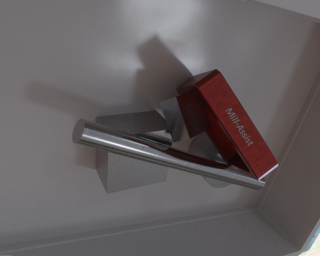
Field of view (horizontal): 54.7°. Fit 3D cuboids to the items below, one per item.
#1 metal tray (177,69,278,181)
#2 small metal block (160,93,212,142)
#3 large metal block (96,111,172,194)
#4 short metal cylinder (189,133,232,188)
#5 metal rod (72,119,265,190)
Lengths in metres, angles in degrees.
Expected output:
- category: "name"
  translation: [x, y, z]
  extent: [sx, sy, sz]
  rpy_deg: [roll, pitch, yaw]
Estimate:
- category: "metal tray"
  translation: [0.077, -0.005, 0.374]
  extent: [0.030, 0.090, 0.130]
  rpy_deg: [-36, 100, -6]
- category: "small metal block"
  translation: [0.032, -0.015, 0.373]
  extent: [0.050, 0.025, 0.050]
  rpy_deg: [-23, 96, -48]
- category: "large metal block"
  translation: [-0.034, 0.028, 0.391]
  extent: [0.081, 0.050, 0.079]
  rpy_deg: [-8, 122, -25]
- category: "short metal cylinder"
  translation: [0.090, 0.043, 0.469]
  extent: [0.081, 0.050, 0.079]
  rpy_deg: [-14, 125, -21]
- category: "metal rod"
  translation: [0.036, 0.043, 0.389]
  extent: [0.302, 0.025, 0.025]
  rpy_deg: [19, 108, -36]
